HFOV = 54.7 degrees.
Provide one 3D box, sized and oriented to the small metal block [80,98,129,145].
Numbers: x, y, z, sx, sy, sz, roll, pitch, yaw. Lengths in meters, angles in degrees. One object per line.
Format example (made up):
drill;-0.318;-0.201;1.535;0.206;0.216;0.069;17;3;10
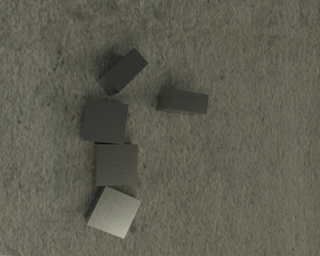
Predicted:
small metal block;-0.069;-0.007;0.384;0.050;0.025;0.050;7;87;-20

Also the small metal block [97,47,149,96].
small metal block;-0.047;-0.067;0.379;0.025;0.050;0.050;46;76;-15

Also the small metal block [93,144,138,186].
small metal block;-0.056;0.045;0.389;0.050;0.025;0.050;1;88;-20

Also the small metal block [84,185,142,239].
small metal block;-0.059;0.103;0.388;0.050;0.025;0.050;28;81;-19

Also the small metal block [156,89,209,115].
small metal block;0.029;-0.033;0.407;0.050;0.050;0.025;7;88;-20
